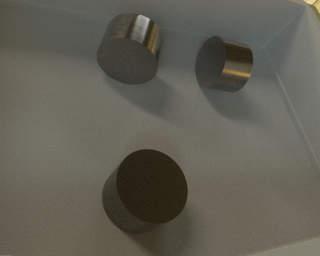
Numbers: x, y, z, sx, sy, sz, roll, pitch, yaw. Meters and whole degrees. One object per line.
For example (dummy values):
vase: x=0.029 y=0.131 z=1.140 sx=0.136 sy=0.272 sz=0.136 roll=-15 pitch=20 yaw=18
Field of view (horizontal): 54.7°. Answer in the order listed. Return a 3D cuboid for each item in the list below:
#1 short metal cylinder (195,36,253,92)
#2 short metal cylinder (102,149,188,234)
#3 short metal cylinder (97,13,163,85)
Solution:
short metal cylinder: x=0.099 y=-0.099 z=0.486 sx=0.050 sy=0.080 sz=0.080 roll=6 pitch=59 yaw=-26
short metal cylinder: x=-0.017 y=0.070 z=0.339 sx=0.081 sy=0.050 sz=0.080 roll=14 pitch=56 yaw=-21
short metal cylinder: x=-0.038 y=-0.104 z=0.415 sx=0.080 sy=0.080 sz=0.050 roll=22 pitch=54 yaw=-16
